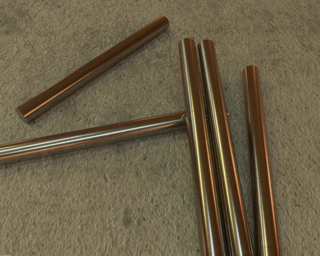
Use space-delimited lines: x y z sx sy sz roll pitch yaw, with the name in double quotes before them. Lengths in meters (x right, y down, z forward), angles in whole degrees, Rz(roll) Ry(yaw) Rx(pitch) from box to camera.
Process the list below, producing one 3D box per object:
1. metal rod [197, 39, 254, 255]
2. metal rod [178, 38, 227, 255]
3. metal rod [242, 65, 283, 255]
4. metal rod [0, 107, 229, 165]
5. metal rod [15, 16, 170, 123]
"metal rod" 0.073 0.007 0.372 0.025 0.025 0.299 -2 58 -2
"metal rod" 0.046 0.005 0.372 0.025 0.025 0.299 -2 58 -2
"metal rod" 0.121 0.028 0.380 0.025 0.025 0.300 5 50 4
"metal rod" -0.058 0.007 0.396 0.302 0.025 0.025 -11 51 -9
"metal rod" -0.089 -0.104 0.489 0.025 0.025 0.301 33 57 24
